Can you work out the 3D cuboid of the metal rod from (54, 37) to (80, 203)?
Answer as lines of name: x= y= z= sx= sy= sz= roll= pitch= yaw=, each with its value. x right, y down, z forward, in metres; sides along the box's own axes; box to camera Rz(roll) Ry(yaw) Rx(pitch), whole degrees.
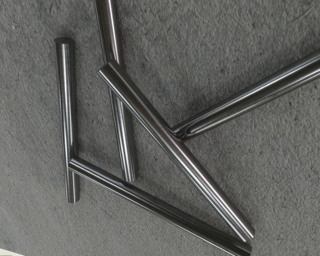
metal rod: x=-0.142 y=0.008 z=0.486 sx=0.025 sy=0.025 sz=0.298 roll=20 pitch=126 yaw=16

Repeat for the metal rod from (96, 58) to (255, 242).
metal rod: x=0.031 y=0.040 z=0.386 sx=0.025 sy=0.025 sz=0.300 roll=-25 pitch=114 yaw=37

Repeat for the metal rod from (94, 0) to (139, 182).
metal rod: x=-0.055 y=-0.055 z=0.402 sx=0.025 sy=0.025 sz=0.298 roll=10 pitch=123 yaw=23

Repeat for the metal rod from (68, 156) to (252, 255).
metal rod: x=-0.005 y=0.120 z=0.474 sx=0.301 sy=0.025 sz=0.025 roll=26 pitch=128 yaw=8

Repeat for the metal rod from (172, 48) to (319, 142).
metal rod: x=0.122 y=-0.045 z=0.314 sx=0.299 sy=0.025 sz=0.025 roll=-29 pitch=103 yaw=37
